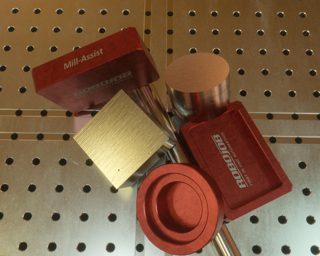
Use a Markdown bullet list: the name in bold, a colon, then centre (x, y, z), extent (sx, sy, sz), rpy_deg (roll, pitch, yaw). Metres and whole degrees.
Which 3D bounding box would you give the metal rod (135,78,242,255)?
- **metal rod**: centre (0.020, 0.028, 0.397), extent (0.025, 0.025, 0.299), rpy_deg (-24, 72, -8)

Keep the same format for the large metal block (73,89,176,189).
- **large metal block**: centre (-0.040, 0.014, 0.370), extent (0.080, 0.050, 0.080), rpy_deg (-45, 76, 4)

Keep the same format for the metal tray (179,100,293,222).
- **metal tray**: centre (0.091, 0.040, 0.391), extent (0.091, 0.030, 0.130), rpy_deg (-24, 72, -9)

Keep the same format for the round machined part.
- **round machined part**: centre (0.025, 0.088, 0.352), extent (0.098, 0.042, 0.097), rpy_deg (-3, 84, 28)

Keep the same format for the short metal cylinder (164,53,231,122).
- **short metal cylinder**: centre (0.049, -0.053, 0.399), extent (0.080, 0.050, 0.080), rpy_deg (-7, 46, 8)

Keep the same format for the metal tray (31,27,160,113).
- **metal tray**: centre (-0.074, -0.066, 0.382), extent (0.130, 0.090, 0.030), rpy_deg (-21, 73, 8)
